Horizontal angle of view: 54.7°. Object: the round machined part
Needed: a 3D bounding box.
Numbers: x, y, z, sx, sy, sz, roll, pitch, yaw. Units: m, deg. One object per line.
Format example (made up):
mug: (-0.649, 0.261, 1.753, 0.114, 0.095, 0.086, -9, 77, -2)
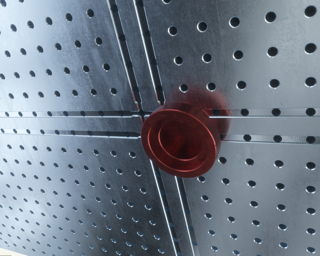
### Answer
round machined part: (0.029, 0.011, 0.391, 0.098, 0.042, 0.097, 13, 124, 20)
